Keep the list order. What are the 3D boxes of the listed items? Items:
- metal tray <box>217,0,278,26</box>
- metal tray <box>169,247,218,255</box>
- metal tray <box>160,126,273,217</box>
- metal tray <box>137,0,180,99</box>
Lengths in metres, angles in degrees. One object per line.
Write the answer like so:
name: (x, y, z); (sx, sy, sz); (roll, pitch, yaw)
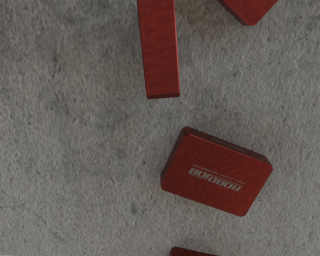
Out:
metal tray: (0.112, -0.191, 0.338); (0.090, 0.030, 0.130); (39, 105, -14)
metal tray: (0.046, 0.262, 0.504); (0.091, 0.030, 0.129); (15, 109, -6)
metal tray: (0.076, 0.062, 0.431); (0.131, 0.030, 0.089); (21, 109, -8)
metal tray: (-0.001, -0.090, 0.321); (0.030, 0.130, 0.089); (-5, 110, 1)
